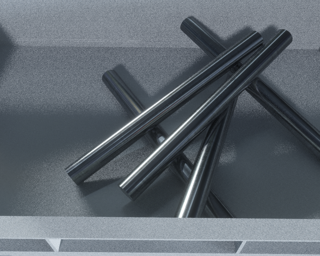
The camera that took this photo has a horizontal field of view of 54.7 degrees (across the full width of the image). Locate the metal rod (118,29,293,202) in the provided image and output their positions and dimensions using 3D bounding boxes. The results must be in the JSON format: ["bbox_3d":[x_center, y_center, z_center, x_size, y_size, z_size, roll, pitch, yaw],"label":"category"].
[{"bbox_3d":[0.067,-0.028,0.378,0.025,0.025,0.301,37,69,26],"label":"metal rod"}]

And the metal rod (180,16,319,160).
[{"bbox_3d":[0.132,-0.054,0.420,0.025,0.025,0.300,-31,67,-23],"label":"metal rod"}]

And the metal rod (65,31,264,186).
[{"bbox_3d":[0.015,-0.033,0.389,0.301,0.025,0.025,-37,59,-13],"label":"metal rod"}]

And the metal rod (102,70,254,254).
[{"bbox_3d":[0.004,0.020,0.388,0.025,0.025,0.300,-26,55,-20],"label":"metal rod"}]

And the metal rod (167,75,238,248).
[{"bbox_3d":[0.070,0.004,0.379,0.025,0.025,0.301,16,45,13],"label":"metal rod"}]
